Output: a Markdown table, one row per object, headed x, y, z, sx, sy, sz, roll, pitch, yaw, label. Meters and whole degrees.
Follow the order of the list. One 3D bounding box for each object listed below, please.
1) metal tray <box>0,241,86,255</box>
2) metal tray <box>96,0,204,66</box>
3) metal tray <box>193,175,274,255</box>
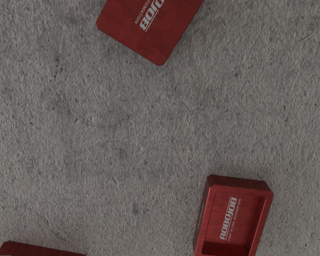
| x | y | z | sx | sy | sz | roll | pitch | yaw | label |
| --- | --- | --- | --- | --- | --- | --- | --- | --- | --- |
| -0.182 | 0.218 | 0.453 | 0.131 | 0.090 | 0.030 | 13 | 110 | -5 | metal tray |
| -0.002 | -0.149 | 0.352 | 0.090 | 0.030 | 0.129 | 30 | 107 | -11 | metal tray |
| 0.104 | 0.137 | 0.458 | 0.091 | 0.030 | 0.129 | 7 | 110 | -3 | metal tray |
